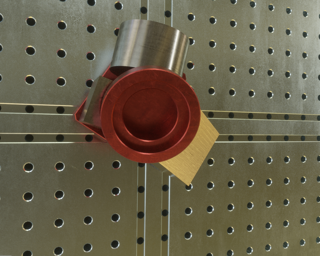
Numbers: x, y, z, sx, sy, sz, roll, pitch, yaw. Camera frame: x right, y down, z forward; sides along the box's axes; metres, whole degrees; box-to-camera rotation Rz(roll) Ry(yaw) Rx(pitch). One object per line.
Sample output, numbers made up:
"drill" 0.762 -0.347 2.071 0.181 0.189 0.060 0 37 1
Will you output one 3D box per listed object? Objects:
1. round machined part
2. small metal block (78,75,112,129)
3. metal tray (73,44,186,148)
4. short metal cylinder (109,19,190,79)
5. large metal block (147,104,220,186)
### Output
"round machined part" -0.011 -0.016 0.321 0.099 0.042 0.097 -3 110 -8
"small metal block" -0.067 -0.026 0.342 0.025 0.050 0.050 21 83 -19
"metal tray" -0.037 -0.040 0.398 0.090 0.030 0.130 36 78 -17
"short metal cylinder" -0.011 -0.080 0.348 0.081 0.080 0.050 14 85 -20
"large metal block" 0.020 0.015 0.389 0.080 0.050 0.080 -58 138 -11
